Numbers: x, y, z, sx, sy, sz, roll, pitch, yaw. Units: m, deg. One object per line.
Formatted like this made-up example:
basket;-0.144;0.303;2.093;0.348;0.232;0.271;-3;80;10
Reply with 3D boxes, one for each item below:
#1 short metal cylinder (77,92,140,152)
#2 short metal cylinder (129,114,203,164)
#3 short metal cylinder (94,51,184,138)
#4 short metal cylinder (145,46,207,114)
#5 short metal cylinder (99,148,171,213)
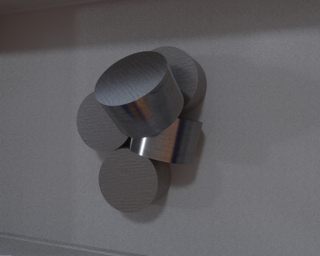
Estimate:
short metal cylinder;-0.063;-0.010;0.416;0.080;0.050;0.079;0;90;19
short metal cylinder;0.007;0.009;0.377;0.080;0.080;0.050;14;95;19
short metal cylinder;-0.021;-0.036;0.327;0.080;0.050;0.080;-15;45;16
short metal cylinder;0.014;-0.057;0.390;0.080;0.050;0.079;0;90;19
short metal cylinder;-0.032;0.065;0.405;0.080;0.050;0.079;0;90;19
